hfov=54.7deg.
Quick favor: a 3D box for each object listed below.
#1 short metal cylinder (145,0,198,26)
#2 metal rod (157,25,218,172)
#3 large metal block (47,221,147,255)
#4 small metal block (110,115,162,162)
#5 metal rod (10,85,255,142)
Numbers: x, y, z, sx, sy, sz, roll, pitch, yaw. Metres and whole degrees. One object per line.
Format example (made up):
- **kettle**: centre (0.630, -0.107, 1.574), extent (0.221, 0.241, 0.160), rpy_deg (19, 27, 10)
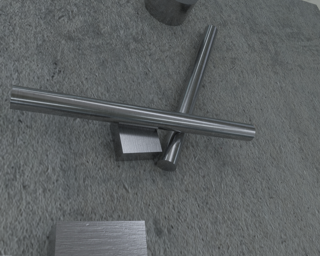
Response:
- **short metal cylinder**: centre (0.020, -0.225, 0.538), extent (0.081, 0.050, 0.080), rpy_deg (14, 56, -21)
- **metal rod**: centre (0.050, -0.065, 0.472), extent (0.025, 0.025, 0.300), rpy_deg (29, 52, -10)
- **large metal block**: centre (-0.057, 0.130, 0.278), extent (0.081, 0.050, 0.080), rpy_deg (8, 58, -25)
- **small metal block**: centre (-0.030, 0.012, 0.381), extent (0.050, 0.025, 0.050), rpy_deg (0, 62, -29)
- **metal rod**: centre (-0.012, -0.012, 0.373), extent (0.302, 0.025, 0.025), rpy_deg (8, 58, -24)
